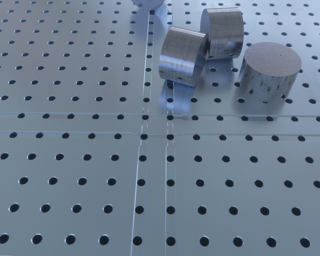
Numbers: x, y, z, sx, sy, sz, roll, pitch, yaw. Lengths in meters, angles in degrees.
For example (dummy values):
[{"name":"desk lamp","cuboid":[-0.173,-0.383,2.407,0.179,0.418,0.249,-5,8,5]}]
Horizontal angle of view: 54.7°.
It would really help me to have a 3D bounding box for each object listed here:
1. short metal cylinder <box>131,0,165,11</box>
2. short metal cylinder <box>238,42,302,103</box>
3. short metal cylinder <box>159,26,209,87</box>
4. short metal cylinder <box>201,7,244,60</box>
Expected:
[{"name":"short metal cylinder","cuboid":[-0.019,-0.280,0.607,0.080,0.080,0.050,16,52,13]},{"name":"short metal cylinder","cuboid":[0.162,-0.084,0.463,0.081,0.050,0.080,0,50,0]},{"name":"short metal cylinder","cuboid":[0.037,-0.106,0.461,0.050,0.080,0.080,17,52,14]},{"name":"short metal cylinder","cuboid":[0.097,-0.151,0.500,0.050,0.080,0.080,-4,50,-3]}]
